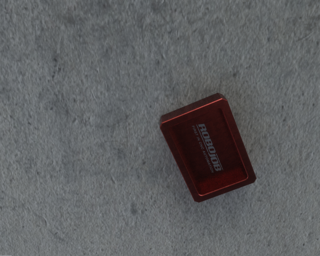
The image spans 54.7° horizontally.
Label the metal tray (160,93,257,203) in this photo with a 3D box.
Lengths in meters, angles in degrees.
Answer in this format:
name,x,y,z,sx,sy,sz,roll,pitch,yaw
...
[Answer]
name,x,y,z,sx,sy,sz,roll,pitch,yaw
metal tray,0.065,0.029,0.418,0.090,0.030,0.129,-22,109,7
